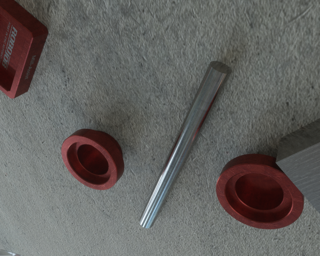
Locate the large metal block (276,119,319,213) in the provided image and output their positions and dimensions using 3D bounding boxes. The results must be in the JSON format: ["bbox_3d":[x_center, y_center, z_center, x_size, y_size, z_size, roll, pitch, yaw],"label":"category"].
[{"bbox_3d":[0.181,0.034,0.317,0.080,0.050,0.080,48,128,-6],"label":"large metal block"}]

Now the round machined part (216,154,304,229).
[{"bbox_3d":[0.122,0.072,0.376,0.098,0.042,0.097,13,124,20],"label":"round machined part"}]

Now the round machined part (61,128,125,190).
[{"bbox_3d":[-0.097,0.043,0.471,0.098,0.042,0.097,13,124,20],"label":"round machined part"}]

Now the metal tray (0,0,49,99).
[{"bbox_3d":[-0.221,-0.116,0.445,0.090,0.030,0.129,40,129,0],"label":"metal tray"}]

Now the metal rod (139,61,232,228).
[{"bbox_3d":[0.021,0.045,0.421,0.025,0.025,0.298,29,128,9],"label":"metal rod"}]
